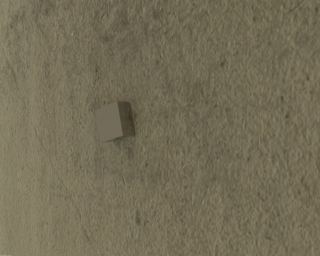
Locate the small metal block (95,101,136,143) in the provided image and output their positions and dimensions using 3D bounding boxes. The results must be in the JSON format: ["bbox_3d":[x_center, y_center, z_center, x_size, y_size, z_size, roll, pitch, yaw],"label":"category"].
[{"bbox_3d":[-0.067,-0.008,0.458,0.050,0.025,0.050,-17,79,38],"label":"small metal block"}]
